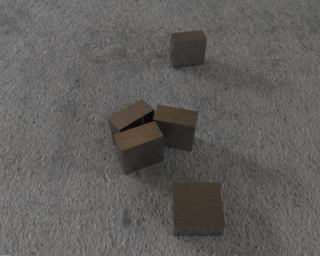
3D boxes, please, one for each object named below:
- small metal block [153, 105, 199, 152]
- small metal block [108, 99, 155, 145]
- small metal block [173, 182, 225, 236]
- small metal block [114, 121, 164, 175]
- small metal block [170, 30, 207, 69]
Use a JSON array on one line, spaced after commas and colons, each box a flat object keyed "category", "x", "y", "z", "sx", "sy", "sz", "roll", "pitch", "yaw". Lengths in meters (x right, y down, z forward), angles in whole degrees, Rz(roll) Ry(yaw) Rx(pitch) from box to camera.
[{"category": "small metal block", "x": 0.019, "y": 0.001, "z": 0.386, "sx": 0.050, "sy": 0.050, "sz": 0.025, "roll": 10, "pitch": 51, "yaw": 8}, {"category": "small metal block", "x": -0.033, "y": 0.000, "z": 0.386, "sx": 0.050, "sy": 0.050, "sz": 0.025, "roll": -32, "pitch": 54, "yaw": -24}, {"category": "small metal block", "x": 0.039, "y": 0.086, "z": 0.331, "sx": 0.050, "sy": 0.025, "sz": 0.050, "roll": 0, "pitch": 50, "yaw": 0}, {"category": "small metal block", "x": -0.024, "y": 0.024, "z": 0.366, "sx": 0.050, "sy": 0.050, "sz": 0.025, "roll": -19, "pitch": 53, "yaw": -15}, {"category": "small metal block", "x": 0.044, "y": -0.124, "z": 0.492, "sx": 0.050, "sy": 0.050, "sz": 0.025, "roll": -9, "pitch": 51, "yaw": -7}]
